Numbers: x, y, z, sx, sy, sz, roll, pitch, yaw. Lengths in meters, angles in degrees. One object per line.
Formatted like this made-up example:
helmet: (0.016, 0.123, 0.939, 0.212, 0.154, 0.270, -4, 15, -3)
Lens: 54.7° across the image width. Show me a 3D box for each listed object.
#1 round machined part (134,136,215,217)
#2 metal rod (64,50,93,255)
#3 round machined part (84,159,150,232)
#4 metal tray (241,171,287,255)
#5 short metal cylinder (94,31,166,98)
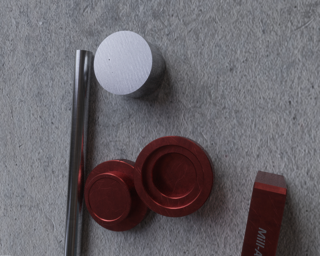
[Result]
round machined part: (0.020, 0.058, 0.390, 0.098, 0.042, 0.097, 0, 89, 16)
metal rod: (-0.119, 0.039, 0.449, 0.025, 0.025, 0.298, 4, 91, 19)
round machined part: (-0.061, 0.092, 0.420, 0.098, 0.042, 0.097, 0, 90, 19)
metal tray: (0.109, 0.118, 0.335, 0.030, 0.090, 0.129, 10, 93, 20)
short metal cylinder: (-0.039, -0.081, 0.408, 0.080, 0.050, 0.079, 0, 90, 19)
